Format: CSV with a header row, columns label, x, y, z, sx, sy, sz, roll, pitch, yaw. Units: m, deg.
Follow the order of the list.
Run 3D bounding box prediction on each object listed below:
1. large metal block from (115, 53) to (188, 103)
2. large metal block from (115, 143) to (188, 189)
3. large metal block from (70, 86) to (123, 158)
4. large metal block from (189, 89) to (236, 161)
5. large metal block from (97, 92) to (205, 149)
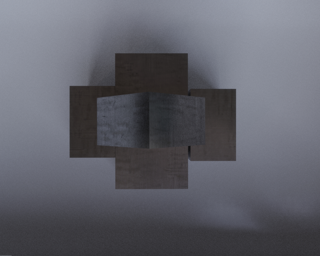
label,x,y,z,sx,sy,sz,roll,pitch,yaw
large metal block,-0.009,-0.058,0.382,0.081,0.080,0.050,0,90,0
large metal block,-0.009,0.043,0.383,0.081,0.080,0.050,0,90,0
large metal block,-0.075,-0.007,0.383,0.050,0.080,0.080,0,90,0
large metal block,0.058,-0.004,0.381,0.050,0.080,0.080,0,90,-1
large metal block,-0.009,-0.007,0.326,0.081,0.080,0.050,0,90,-45
